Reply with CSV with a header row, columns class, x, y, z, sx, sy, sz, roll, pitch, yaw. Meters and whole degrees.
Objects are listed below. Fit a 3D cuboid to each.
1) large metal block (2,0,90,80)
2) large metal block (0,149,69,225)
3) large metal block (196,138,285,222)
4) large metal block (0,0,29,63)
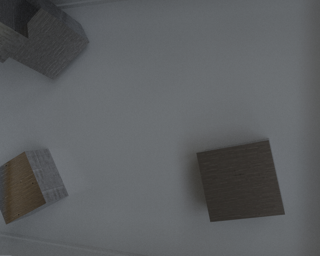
class,x,y,z,sx,sy,sz,roll,pitch,yaw
large metal block,-0.161,-0.126,0.431,0.080,0.080,0.050,-41,53,15
large metal block,-0.199,0.087,0.467,0.080,0.050,0.080,-29,81,17
large metal block,0.095,0.060,0.364,0.080,0.050,0.080,-12,86,19
large metal block,-0.209,-0.137,0.366,0.050,0.080,0.080,-33,56,21
